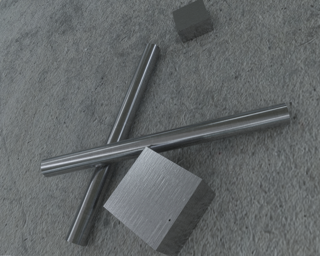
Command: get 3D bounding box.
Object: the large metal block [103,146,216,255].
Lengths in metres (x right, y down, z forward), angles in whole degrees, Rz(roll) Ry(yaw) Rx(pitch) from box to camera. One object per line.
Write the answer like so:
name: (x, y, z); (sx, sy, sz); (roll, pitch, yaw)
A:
large metal block: (0.000, 0.079, 0.338); (0.080, 0.050, 0.080); (27, 76, 37)

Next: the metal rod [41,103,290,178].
metal rod: (-0.004, 0.018, 0.371); (0.301, 0.025, 0.025); (-13, 56, 12)

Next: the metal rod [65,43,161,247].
metal rod: (-0.056, 0.007, 0.427); (0.025, 0.025, 0.300); (5, 64, 30)

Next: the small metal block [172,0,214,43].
small metal block: (0.050, -0.166, 0.478); (0.050, 0.025, 0.050); (-20, 54, 16)
